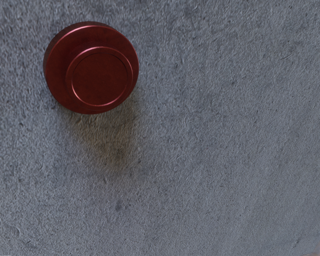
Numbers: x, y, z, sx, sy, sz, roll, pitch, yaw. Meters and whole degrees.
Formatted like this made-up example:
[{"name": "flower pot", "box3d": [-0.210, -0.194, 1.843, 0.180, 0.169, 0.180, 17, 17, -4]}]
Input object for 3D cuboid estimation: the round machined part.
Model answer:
[{"name": "round machined part", "box3d": [-0.067, -0.057, 0.324, 0.099, 0.042, 0.097, -14, 124, -21]}]
